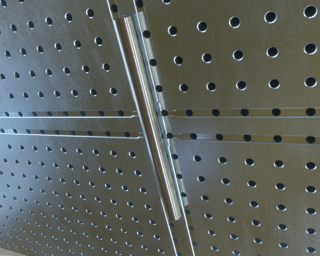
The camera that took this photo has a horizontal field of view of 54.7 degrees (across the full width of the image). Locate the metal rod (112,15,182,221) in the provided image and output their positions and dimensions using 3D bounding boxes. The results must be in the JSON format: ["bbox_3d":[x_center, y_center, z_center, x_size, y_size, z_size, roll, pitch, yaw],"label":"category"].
[{"bbox_3d":[-0.010,0.004,0.417,0.025,0.025,0.298,0,119,28],"label":"metal rod"}]
